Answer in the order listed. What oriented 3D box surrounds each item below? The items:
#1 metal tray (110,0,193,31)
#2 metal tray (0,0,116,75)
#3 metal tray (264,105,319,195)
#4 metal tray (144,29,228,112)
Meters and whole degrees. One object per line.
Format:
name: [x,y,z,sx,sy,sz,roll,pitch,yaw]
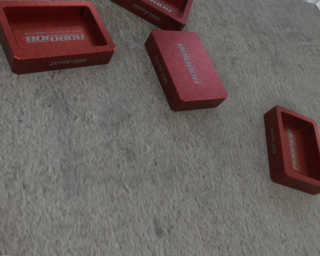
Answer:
metal tray: [-0.011,-0.223,0.532,0.131,0.030,0.090,25,53,-13]
metal tray: [-0.135,-0.121,0.402,0.131,0.030,0.090,-16,70,-35]
metal tray: [0.219,0.034,0.500,0.091,0.030,0.130,19,54,-18]
metal tray: [0.039,-0.091,0.479,0.091,0.030,0.130,-8,66,-32]
